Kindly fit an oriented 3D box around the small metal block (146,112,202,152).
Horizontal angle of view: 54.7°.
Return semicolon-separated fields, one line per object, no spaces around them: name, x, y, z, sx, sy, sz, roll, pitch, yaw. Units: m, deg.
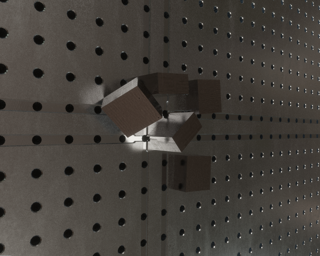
small metal block;0.019;0.005;0.411;0.050;0.050;0.025;-47;119;-30

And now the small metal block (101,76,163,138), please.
small metal block;-0.032;-0.024;0.365;0.050;0.050;0.025;52;18;-28

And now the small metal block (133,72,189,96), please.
small metal block;0.001;-0.054;0.395;0.050;0.050;0.025;-5;94;-40

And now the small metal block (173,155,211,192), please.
small metal block;0.048;0.065;0.452;0.050;0.025;0.050;5;87;-40

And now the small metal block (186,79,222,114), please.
small metal block;0.066;-0.047;0.467;0.050;0.025;0.050;-6;94;-40
